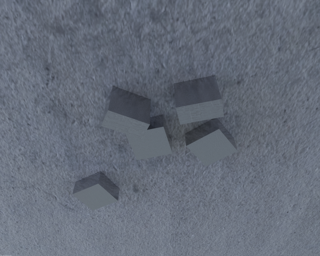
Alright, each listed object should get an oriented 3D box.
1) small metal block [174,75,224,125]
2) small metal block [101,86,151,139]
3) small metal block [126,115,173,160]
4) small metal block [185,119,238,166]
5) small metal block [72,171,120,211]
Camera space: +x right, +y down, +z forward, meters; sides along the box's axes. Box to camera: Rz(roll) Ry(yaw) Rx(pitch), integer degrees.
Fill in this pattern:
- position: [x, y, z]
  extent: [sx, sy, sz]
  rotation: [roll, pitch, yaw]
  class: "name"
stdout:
- position: [0.045, -0.034, 0.363]
  extent: [0.050, 0.050, 0.025]
  rotation: [-10, 129, 8]
  class: "small metal block"
- position: [-0.040, -0.019, 0.374]
  extent: [0.050, 0.050, 0.025]
  rotation: [19, 127, -16]
  class: "small metal block"
- position: [-0.014, 0.013, 0.419]
  extent: [0.050, 0.025, 0.050]
  rotation: [-11, 130, 9]
  class: "small metal block"
- position: [0.070, 0.020, 0.425]
  extent: [0.050, 0.025, 0.050]
  rotation: [-30, 124, 22]
  class: "small metal block"
- position: [-0.101, 0.101, 0.491]
  extent: [0.050, 0.025, 0.050]
  rotation: [-25, 126, 19]
  class: "small metal block"
